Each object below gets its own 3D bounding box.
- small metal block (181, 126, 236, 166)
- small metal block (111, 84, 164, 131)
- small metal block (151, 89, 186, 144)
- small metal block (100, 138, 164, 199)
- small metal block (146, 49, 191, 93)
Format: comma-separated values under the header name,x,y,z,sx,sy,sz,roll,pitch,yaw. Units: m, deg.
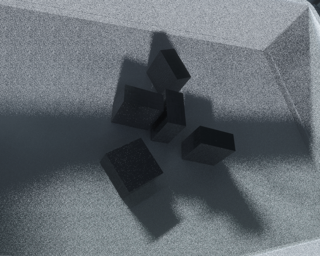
name,x,y,z,sx,sy,sz,roll,pitch,yaw
small metal block,0.062,0.025,0.408,0.050,0.050,0.025,14,56,-21
small metal block,-0.029,-0.024,0.389,0.050,0.050,0.025,13,56,-21
small metal block,0.009,-0.014,0.403,0.025,0.050,0.050,11,57,-22
small metal block,-0.033,0.046,0.360,0.050,0.025,0.050,-24,75,-37
small metal block,0.011,-0.076,0.442,0.025,0.050,0.050,-17,71,-35
